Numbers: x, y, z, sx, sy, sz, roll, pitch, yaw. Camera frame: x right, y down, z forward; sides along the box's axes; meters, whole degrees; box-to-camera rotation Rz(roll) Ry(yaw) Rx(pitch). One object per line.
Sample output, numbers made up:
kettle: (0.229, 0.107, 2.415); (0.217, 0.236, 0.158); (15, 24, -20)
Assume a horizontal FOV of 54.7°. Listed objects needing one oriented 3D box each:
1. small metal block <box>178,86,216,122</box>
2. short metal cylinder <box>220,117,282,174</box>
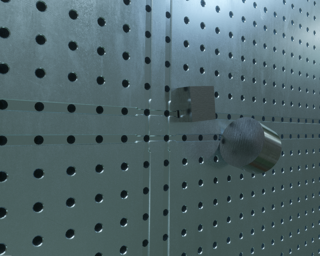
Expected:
small metal block: (0.054, -0.035, 0.454); (0.050, 0.025, 0.050); (-7, 95, -40)
short metal cylinder: (0.143, 0.028, 0.493); (0.050, 0.080, 0.080); (24, 75, -38)
